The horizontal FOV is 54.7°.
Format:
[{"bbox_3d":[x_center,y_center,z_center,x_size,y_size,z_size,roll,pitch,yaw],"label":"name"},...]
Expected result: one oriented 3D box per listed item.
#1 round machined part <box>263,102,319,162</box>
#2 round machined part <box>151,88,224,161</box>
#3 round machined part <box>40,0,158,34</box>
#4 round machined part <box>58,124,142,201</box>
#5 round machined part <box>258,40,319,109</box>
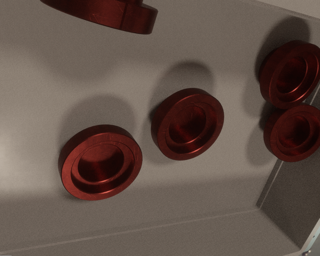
[{"bbox_3d":[0.215,0.003,0.508,0.099,0.042,0.097,-4,110,-10],"label":"round machined part"},{"bbox_3d":[0.032,-0.008,0.412,0.099,0.042,0.097,-14,125,-21],"label":"round machined part"},{"bbox_3d":[-0.048,-0.117,0.264,0.099,0.098,0.042,5,116,-31],"label":"round machined part"},{"bbox_3d":[-0.075,0.038,0.381,0.099,0.042,0.097,-14,125,-21],"label":"round machined part"},{"bbox_3d":[0.185,-0.080,0.452,0.099,0.042,0.097,-14,125,-21],"label":"round machined part"}]
